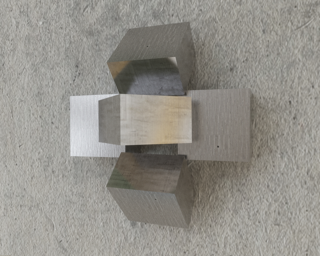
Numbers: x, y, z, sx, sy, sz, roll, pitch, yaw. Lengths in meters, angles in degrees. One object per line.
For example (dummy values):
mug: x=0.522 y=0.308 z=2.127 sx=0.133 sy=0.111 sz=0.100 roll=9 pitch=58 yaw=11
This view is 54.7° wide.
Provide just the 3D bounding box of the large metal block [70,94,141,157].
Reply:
large metal block: x=-0.073 y=-0.003 z=0.421 sx=0.080 sy=0.050 sz=0.079 roll=0 pitch=90 yaw=19

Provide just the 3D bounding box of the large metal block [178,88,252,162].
large metal block: x=0.067 y=-0.003 z=0.370 sx=0.080 sy=0.050 sz=0.079 roll=0 pitch=90 yaw=19

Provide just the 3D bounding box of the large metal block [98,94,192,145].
large metal block: x=-0.020 y=-0.008 z=0.352 sx=0.080 sy=0.081 sz=0.050 roll=0 pitch=90 yaw=64

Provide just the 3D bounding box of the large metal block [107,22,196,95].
large metal block: x=-0.006 y=-0.083 z=0.376 sx=0.080 sy=0.080 sz=0.050 roll=0 pitch=134 yaw=20

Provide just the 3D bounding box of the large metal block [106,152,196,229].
large metal block: x=-0.006 y=0.076 z=0.376 sx=0.080 sy=0.080 sz=0.050 roll=1 pitch=47 yaw=20
